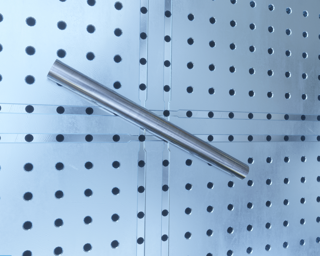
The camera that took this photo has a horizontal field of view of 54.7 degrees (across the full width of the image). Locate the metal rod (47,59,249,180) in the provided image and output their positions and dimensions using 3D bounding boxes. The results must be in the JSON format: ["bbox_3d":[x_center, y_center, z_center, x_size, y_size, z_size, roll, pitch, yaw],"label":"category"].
[{"bbox_3d":[-0.002,-0.003,0.413,0.301,0.025,0.025,28,81,-18],"label":"metal rod"}]
